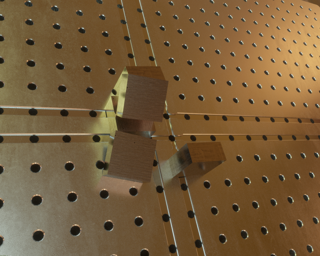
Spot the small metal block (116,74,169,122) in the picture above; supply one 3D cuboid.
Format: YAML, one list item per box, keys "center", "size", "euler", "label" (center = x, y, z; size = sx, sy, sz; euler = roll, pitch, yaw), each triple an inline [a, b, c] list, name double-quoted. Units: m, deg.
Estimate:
- center: [-0.021, -0.036, 0.370]
  size: [0.050, 0.025, 0.050]
  euler: [6, 97, -25]
  label: "small metal block"

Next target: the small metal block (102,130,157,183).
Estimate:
- center: [-0.035, 0.034, 0.359]
  size: [0.050, 0.025, 0.050]
  euler: [15, 73, -20]
  label: "small metal block"

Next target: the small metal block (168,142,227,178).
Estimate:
- center: [0.046, 0.040, 0.392]
  size: [0.050, 0.050, 0.025]
  euler: [0, 62, -28]
  label: "small metal block"

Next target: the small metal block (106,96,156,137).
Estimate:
- center: [-0.038, -0.012, 0.395]
  size: [0.050, 0.025, 0.050]
  euler: [0, 62, -28]
  label: "small metal block"

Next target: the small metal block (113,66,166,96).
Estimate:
- center: [-0.028, -0.056, 0.411]
  size: [0.050, 0.050, 0.025]
  euler: [-7, 65, -31]
  label: "small metal block"
